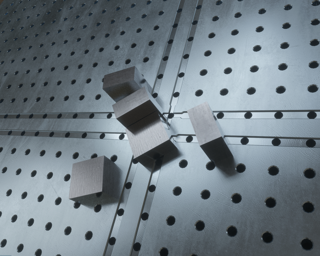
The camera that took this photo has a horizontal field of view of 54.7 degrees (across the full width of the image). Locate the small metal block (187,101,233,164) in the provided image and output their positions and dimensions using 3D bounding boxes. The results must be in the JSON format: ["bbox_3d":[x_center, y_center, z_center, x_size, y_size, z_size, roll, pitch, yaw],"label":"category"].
[{"bbox_3d":[0.058,0.006,0.357,0.025,0.050,0.050,-25,53,13],"label":"small metal block"}]

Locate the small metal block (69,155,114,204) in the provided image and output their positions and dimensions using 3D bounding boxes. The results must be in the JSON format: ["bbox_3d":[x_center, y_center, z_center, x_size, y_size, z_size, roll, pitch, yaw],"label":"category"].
[{"bbox_3d":[-0.090,0.069,0.411,0.050,0.025,0.050,-16,55,19],"label":"small metal block"}]

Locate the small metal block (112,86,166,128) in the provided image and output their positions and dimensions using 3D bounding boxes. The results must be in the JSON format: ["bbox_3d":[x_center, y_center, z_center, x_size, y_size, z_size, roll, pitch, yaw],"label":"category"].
[{"bbox_3d":[-0.028,-0.021,0.419,0.050,0.050,0.025,-29,52,9],"label":"small metal block"}]

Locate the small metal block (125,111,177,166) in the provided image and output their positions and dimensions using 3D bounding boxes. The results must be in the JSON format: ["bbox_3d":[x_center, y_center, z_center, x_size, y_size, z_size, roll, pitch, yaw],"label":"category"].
[{"bbox_3d":[-0.013,0.013,0.405,0.050,0.025,0.050,-30,52,9],"label":"small metal block"}]

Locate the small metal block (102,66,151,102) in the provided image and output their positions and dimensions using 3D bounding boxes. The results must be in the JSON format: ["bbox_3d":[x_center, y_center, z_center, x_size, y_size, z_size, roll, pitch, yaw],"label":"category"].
[{"bbox_3d":[-0.047,-0.059,0.452,0.050,0.050,0.025,-12,57,21],"label":"small metal block"}]
